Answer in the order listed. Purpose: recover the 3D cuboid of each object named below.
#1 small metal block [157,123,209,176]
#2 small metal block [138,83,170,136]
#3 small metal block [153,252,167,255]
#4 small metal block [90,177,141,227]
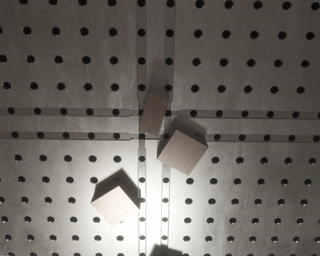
[{"bbox_3d":[0.030,0.030,0.425,0.050,0.025,0.050,29,107,-11],"label":"small metal block"},{"bbox_3d":[-0.007,-0.024,0.391,0.025,0.050,0.050,15,109,-6],"label":"small metal block"},{"bbox_3d":[0.005,0.235,0.500,0.050,0.025,0.050,19,109,-8],"label":"small metal block"},{"bbox_3d":[-0.063,0.108,0.453,0.050,0.025,0.050,-33,107,11],"label":"small metal block"}]
